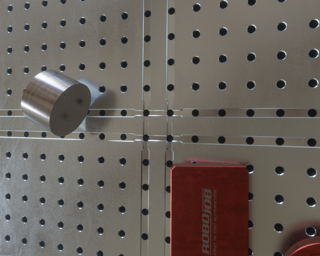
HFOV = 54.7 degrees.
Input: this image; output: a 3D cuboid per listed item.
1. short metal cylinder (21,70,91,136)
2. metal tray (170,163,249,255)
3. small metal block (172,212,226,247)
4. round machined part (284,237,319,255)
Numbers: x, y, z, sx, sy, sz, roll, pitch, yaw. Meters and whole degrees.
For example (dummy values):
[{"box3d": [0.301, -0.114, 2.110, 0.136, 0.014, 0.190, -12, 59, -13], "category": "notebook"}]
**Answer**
[{"box3d": [-0.143, -0.035, 0.434, 0.050, 0.080, 0.080, 27, 99, 18], "category": "short metal cylinder"}, {"box3d": [0.058, 0.109, 0.375, 0.091, 0.030, 0.129, 0, 90, 2], "category": "metal tray"}, {"box3d": [0.051, 0.129, 0.394, 0.050, 0.025, 0.050, -32, 80, 17], "category": "small metal block"}, {"box3d": [0.183, 0.167, 0.339, 0.098, 0.042, 0.097, 0, 90, 20], "category": "round machined part"}]
